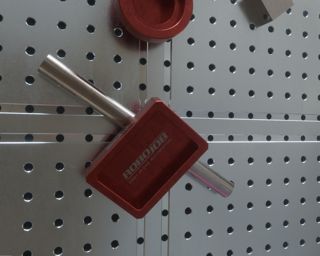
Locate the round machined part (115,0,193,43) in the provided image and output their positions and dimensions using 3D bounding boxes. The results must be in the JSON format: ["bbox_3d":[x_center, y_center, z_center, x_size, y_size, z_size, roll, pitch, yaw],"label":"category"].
[{"bbox_3d":[-0.010,-0.158,0.400,0.099,0.042,0.097,0,90,-21],"label":"round machined part"}]

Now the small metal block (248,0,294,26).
[{"bbox_3d":[0.170,-0.196,0.477,0.050,0.025,0.050,-38,103,-16],"label":"small metal block"}]

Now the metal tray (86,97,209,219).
[{"bbox_3d":[-0.016,0.038,0.384,0.090,0.030,0.130,42,93,-17],"label":"metal tray"}]

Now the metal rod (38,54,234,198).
[{"bbox_3d":[-0.019,0.007,0.406,0.301,0.025,0.025,36,79,-17],"label":"metal rod"}]
